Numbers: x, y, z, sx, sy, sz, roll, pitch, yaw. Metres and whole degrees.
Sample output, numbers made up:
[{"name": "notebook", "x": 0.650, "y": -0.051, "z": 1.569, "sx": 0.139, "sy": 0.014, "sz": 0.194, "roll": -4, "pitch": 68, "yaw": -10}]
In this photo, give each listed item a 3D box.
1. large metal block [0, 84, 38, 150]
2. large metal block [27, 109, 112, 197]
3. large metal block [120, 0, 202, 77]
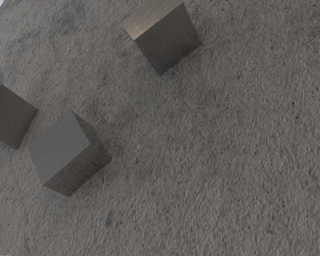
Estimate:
[{"name": "large metal block", "x": -0.269, "y": -0.018, "z": 0.521, "sx": 0.050, "sy": 0.080, "sz": 0.080, "roll": 4, "pitch": 64, "yaw": 30}, {"name": "large metal block", "x": -0.127, "y": 0.034, "z": 0.434, "sx": 0.080, "sy": 0.050, "sz": 0.080, "roll": -41, "pitch": 51, "yaw": 0}, {"name": "large metal block", "x": 0.004, "y": -0.136, "z": 0.451, "sx": 0.080, "sy": 0.080, "sz": 0.050, "roll": -37, "pitch": 51, "yaw": 3}]
